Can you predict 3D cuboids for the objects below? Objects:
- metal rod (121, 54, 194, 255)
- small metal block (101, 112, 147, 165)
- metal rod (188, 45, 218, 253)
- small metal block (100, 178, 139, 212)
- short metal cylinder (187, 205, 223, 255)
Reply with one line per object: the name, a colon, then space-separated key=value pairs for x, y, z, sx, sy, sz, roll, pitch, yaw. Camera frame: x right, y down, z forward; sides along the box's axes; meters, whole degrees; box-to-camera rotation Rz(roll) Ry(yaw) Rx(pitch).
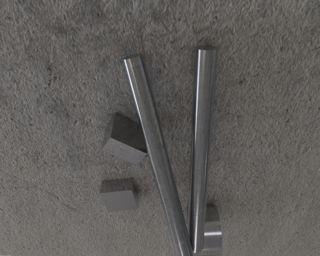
metal rod: x=0.003 y=0.056 z=0.396 sx=0.025 sy=0.025 sz=0.298 roll=-11 pitch=112 yaw=9
small metal block: x=-0.044 y=0.013 z=0.402 sx=0.050 sy=0.050 sz=0.025 roll=26 pitch=126 yaw=-21
metal rod: x=0.052 y=0.046 z=0.402 sx=0.025 sy=0.025 sz=0.298 roll=-1 pitch=117 yaw=0
small metal block: x=-0.064 y=0.108 z=0.498 sx=0.050 sy=0.025 sz=0.050 roll=-7 pitch=130 yaw=5
short metal cylinder: x=0.073 y=0.171 z=0.518 sx=0.050 sy=0.080 sz=0.080 roll=-4 pitch=130 yaw=3
